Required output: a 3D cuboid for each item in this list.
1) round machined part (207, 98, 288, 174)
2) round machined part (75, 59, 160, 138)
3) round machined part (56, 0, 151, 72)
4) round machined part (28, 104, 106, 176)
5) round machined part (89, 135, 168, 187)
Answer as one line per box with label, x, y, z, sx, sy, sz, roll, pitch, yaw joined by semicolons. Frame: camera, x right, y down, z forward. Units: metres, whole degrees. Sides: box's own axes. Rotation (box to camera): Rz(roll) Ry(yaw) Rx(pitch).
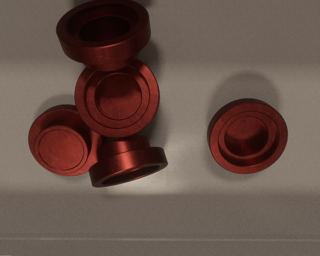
round machined part;0.111;0.008;0.407;0.099;0.042;0.097;0;110;-1
round machined part;-0.049;-0.037;0.377;0.099;0.042;0.097;0;90;2
round machined part;-0.059;-0.100;0.342;0.099;0.098;0.042;-5;139;1
round machined part;-0.124;0.021;0.408;0.099;0.042;0.097;0;110;-1
round machined part;-0.043;0.041;0.397;0.098;0.098;0.042;-19;74;7
